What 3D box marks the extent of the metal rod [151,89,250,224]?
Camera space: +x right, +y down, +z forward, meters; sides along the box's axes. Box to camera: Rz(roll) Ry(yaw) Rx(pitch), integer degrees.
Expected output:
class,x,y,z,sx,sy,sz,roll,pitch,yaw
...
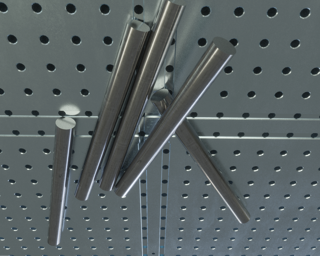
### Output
class,x,y,z,sx,sy,sz,roll,pitch,yaw
metal rod,0.073,0.059,0.463,0.025,0.025,0.300,-24,127,18

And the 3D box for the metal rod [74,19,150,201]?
class,x,y,z,sx,sy,sz,roll,pitch,yaw
metal rod,-0.074,0.001,0.410,0.025,0.025,0.298,16,128,-13

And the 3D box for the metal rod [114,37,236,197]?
class,x,y,z,sx,sy,sz,roll,pitch,yaw
metal rod,-0.001,0.011,0.392,0.025,0.025,0.298,19,136,-16

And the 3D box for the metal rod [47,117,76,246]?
class,x,y,z,sx,sy,sz,roll,pitch,yaw
metal rod,-0.162,0.103,0.496,0.025,0.025,0.298,11,129,-10

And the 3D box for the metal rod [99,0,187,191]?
class,x,y,z,sx,sy,sz,roll,pitch,yaw
metal rod,-0.034,-0.019,0.395,0.025,0.025,0.298,15,129,-13
